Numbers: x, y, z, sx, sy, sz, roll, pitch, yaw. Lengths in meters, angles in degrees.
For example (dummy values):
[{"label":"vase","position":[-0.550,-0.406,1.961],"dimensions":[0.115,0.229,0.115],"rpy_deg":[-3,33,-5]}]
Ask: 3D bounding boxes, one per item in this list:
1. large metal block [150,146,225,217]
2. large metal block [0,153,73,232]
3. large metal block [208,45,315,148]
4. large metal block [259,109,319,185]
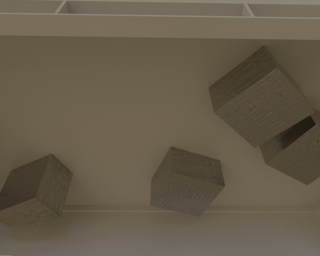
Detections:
[{"label":"large metal block","position":[0.038,0.082,0.462],"dimensions":[0.081,0.050,0.079],"rpy_deg":[17,128,-14]},{"label":"large metal block","position":[-0.183,0.094,0.451],"dimensions":[0.080,0.080,0.050],"rpy_deg":[-22,127,17]},{"label":"large metal block","position":[0.117,-0.034,0.365],"dimensions":[0.080,0.050,0.080],"rpy_deg":[-37,121,27]},{"label":"large metal block","position":[0.192,0.022,0.413],"dimensions":[0.080,0.050,0.080],"rpy_deg":[26,125,-21]}]
